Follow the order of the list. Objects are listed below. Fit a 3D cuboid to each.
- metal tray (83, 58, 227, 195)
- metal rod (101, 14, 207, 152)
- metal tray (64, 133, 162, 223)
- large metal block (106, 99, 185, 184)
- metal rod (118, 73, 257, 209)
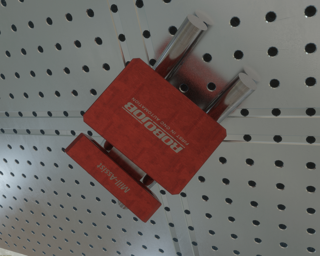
[{"bbox_3d":[-0.005,-0.002,0.341,0.130,0.030,0.090,40,85,0],"label":"metal tray"},{"bbox_3d":[-0.036,-0.021,0.416,0.025,0.025,0.298,40,129,0],"label":"metal rod"},{"bbox_3d":[-0.060,0.062,0.410,0.130,0.030,0.090,42,173,-2],"label":"metal tray"},{"bbox_3d":[-0.016,0.016,0.392,0.050,0.080,0.080,41,129,0],"label":"large metal block"},{"bbox_3d":[0.017,0.037,0.424,0.025,0.025,0.298,41,129,0],"label":"metal rod"}]
